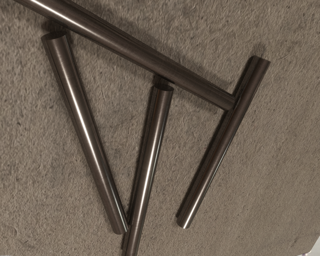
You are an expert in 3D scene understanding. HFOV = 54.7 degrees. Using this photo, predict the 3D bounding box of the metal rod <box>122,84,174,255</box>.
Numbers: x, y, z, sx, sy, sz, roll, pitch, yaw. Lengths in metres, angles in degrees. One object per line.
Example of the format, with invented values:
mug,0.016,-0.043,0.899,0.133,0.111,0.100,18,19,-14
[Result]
metal rod,-0.023,0.081,0.445,0.025,0.025,0.298,-3,120,-28

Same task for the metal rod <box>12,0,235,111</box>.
metal rod,-0.017,-0.080,0.348,0.302,0.025,0.025,21,107,-37

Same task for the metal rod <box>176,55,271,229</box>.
metal rod,0.091,0.034,0.479,0.025,0.025,0.298,8,115,-32

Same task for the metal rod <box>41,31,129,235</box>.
metal rod,-0.080,0.031,0.382,0.025,0.025,0.298,-22,127,-16
